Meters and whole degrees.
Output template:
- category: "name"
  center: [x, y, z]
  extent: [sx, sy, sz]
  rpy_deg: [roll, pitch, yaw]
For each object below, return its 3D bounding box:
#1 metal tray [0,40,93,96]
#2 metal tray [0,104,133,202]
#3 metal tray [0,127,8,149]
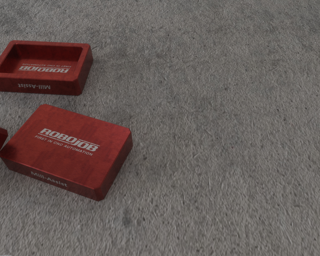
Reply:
- category: "metal tray"
  center: [-0.178, -0.094, 0.477]
  extent: [0.131, 0.030, 0.090]
  rpy_deg: [3, 50, 3]
- category: "metal tray"
  center: [-0.110, 0.025, 0.378]
  extent: [0.130, 0.030, 0.090]
  rpy_deg: [16, 52, 13]
- category: "metal tray"
  center: [-0.251, 0.017, 0.356]
  extent: [0.130, 0.030, 0.090]
  rpy_deg: [23, 82, 18]
